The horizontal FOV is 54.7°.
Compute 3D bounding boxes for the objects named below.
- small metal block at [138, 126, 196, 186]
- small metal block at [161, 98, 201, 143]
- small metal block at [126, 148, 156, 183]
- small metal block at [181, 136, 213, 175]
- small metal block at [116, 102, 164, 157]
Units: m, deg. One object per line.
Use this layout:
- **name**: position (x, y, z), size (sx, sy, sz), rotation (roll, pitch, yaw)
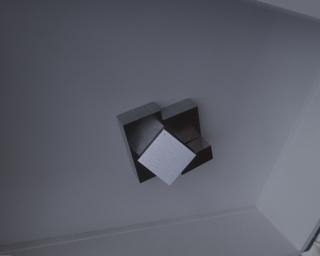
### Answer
- **small metal block**: position (0.009, 0.034, 0.386), size (0.050, 0.025, 0.050), rotation (39, 97, -5)
- **small metal block**: position (0.025, -0.005, 0.419), size (0.050, 0.025, 0.050), rotation (-23, 127, -15)
- **small metal block**: position (-0.014, 0.041, 0.426), size (0.050, 0.025, 0.050), rotation (-23, 127, -15)
- **small metal block**: position (0.038, 0.031, 0.432), size (0.050, 0.050, 0.025), rotation (-26, 128, -14)
- **small metal block**: position (-0.023, 0.001, 0.397), size (0.050, 0.025, 0.050), rotation (-23, 127, -15)
